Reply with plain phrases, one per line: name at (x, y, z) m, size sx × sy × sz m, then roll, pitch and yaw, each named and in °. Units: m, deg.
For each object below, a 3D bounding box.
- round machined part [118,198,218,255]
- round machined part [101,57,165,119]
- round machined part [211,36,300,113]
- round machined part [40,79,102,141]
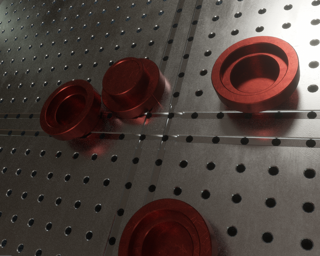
round machined part at (0.011, 0.125, 0.314) m, size 0.098 × 0.042 × 0.098 m, roll -13°, pitch 56°, yaw 20°
round machined part at (-0.046, -0.066, 0.460) m, size 0.098 × 0.042 × 0.098 m, roll -13°, pitch 56°, yaw 20°
round machined part at (0.115, -0.059, 0.373) m, size 0.098 × 0.042 × 0.098 m, roll -13°, pitch 56°, yaw 20°
round machined part at (-0.132, -0.024, 0.479) m, size 0.098 × 0.042 × 0.098 m, roll -13°, pitch 56°, yaw 20°
